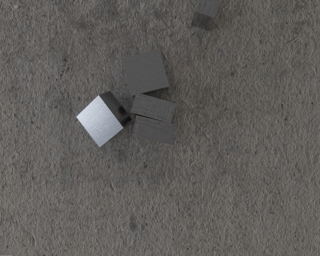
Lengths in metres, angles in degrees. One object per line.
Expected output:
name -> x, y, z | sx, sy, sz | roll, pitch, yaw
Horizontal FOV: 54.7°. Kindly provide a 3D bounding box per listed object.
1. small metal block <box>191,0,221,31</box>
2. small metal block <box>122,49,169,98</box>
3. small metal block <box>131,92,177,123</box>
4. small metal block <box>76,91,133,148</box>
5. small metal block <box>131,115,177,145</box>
small metal block -> 0.062, -0.160, 0.398 | 0.025, 0.050, 0.050 | 19, 90, 0
small metal block -> -0.019, -0.071, 0.410 | 0.050, 0.025, 0.050 | -15, 90, 0
small metal block -> -0.008, -0.025, 0.397 | 0.050, 0.050, 0.025 | 16, 91, 0
small metal block -> -0.071, -0.011, 0.398 | 0.050, 0.025, 0.050 | -37, 90, 32
small metal block -> -0.009, 0.002, 0.394 | 0.050, 0.050, 0.025 | 13, 91, -8
